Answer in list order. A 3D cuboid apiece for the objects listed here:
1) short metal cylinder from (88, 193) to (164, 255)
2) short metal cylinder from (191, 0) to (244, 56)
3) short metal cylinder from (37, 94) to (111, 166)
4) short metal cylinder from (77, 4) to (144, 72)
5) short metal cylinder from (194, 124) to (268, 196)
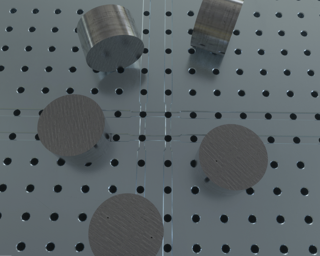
[{"bbox_3d":[-0.036,0.119,0.355,0.081,0.050,0.080,0,70,-1],"label":"short metal cylinder"},{"bbox_3d":[0.080,-0.148,0.438,0.050,0.080,0.080,20,71,6],"label":"short metal cylinder"},{"bbox_3d":[-0.107,0.004,0.396,0.081,0.050,0.080,0,70,0],"label":"short metal cylinder"},{"bbox_3d":[-0.068,-0.121,0.426,0.081,0.080,0.050,-18,71,-7],"label":"short metal cylinder"},{"bbox_3d":[0.086,0.041,0.385,0.081,0.050,0.080,0,70,0],"label":"short metal cylinder"}]
